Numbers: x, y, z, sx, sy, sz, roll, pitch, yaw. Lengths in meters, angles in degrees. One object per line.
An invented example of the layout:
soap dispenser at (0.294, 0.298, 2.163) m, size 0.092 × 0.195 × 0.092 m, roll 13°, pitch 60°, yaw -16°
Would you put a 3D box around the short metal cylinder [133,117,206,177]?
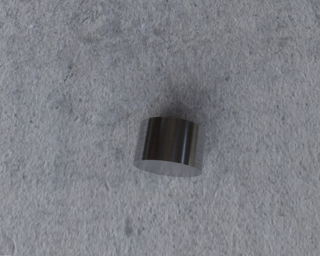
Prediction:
short metal cylinder at (0.012, 0.025, 0.370) m, size 0.080 × 0.080 × 0.050 m, roll 8°, pitch 70°, yaw 2°
